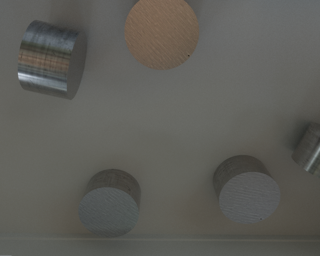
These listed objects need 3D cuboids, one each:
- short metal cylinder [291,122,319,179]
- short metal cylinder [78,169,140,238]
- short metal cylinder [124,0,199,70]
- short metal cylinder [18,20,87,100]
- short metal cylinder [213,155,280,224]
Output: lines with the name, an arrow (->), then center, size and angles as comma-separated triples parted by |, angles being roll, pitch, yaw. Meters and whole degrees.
short metal cylinder -> 0.219, 0.034, 0.396 | 0.080, 0.080, 0.050 | 20, 109, -7
short metal cylinder -> -0.068, 0.105, 0.436 | 0.081, 0.050, 0.079 | 0, 110, 0
short metal cylinder -> 0.002, -0.111, 0.357 | 0.081, 0.050, 0.079 | 0, 110, 0
short metal cylinder -> -0.119, -0.076, 0.353 | 0.050, 0.080, 0.079 | 12, 110, -5
short metal cylinder -> 0.118, 0.084, 0.430 | 0.081, 0.050, 0.079 | 0, 110, 0
